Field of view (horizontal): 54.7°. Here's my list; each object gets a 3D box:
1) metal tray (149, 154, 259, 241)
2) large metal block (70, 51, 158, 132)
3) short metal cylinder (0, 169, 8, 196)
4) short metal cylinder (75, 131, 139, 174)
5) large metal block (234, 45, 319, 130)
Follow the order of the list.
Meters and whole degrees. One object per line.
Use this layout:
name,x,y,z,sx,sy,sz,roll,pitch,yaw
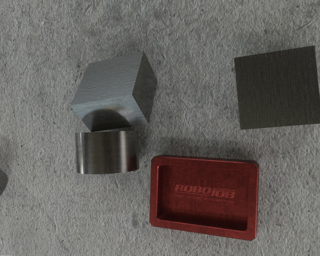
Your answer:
metal tray,0.054,0.083,0.387,0.130,0.030,0.089,2,91,19
large metal block,-0.054,-0.046,0.394,0.080,0.050,0.080,-8,47,19
short metal cylinder,-0.290,0.087,0.482,0.050,0.080,0.080,31,100,17
short metal cylinder,-0.068,0.030,0.404,0.080,0.080,0.050,-2,90,20
large metal block,0.131,-0.041,0.350,0.080,0.050,0.080,-5,88,20
